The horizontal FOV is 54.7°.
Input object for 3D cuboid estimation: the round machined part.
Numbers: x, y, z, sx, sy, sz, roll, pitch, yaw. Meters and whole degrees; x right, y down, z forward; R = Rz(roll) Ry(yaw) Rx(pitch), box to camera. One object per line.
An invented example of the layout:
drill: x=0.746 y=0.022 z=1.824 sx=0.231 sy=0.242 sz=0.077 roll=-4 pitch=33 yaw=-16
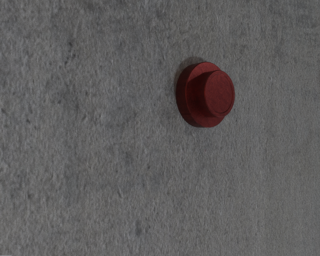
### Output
round machined part: x=0.073 y=-0.049 z=0.458 sx=0.099 sy=0.042 sz=0.097 roll=0 pitch=90 yaw=-40
